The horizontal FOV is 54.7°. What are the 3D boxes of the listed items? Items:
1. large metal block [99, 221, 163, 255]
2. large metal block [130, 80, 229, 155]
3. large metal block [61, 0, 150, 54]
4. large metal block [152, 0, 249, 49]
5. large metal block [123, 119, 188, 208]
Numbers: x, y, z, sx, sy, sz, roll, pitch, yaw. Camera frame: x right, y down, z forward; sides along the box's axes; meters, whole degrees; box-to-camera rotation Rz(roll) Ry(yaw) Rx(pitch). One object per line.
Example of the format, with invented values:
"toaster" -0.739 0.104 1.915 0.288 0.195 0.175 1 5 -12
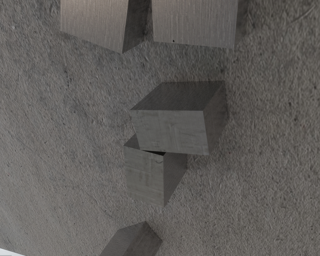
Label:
"large metal block" -0.054 0.215 0.533 0.080 0.080 0.050 -31 101 38
"large metal block" 0.026 -0.015 0.349 0.080 0.080 0.050 2 119 27
"large metal block" -0.059 -0.138 0.336 0.080 0.050 0.079 23 127 14
"large metal block" 0.039 -0.125 0.293 0.080 0.050 0.079 11 123 22
"large metal block" -0.002 0.040 0.397 0.050 0.080 0.079 13 124 21
